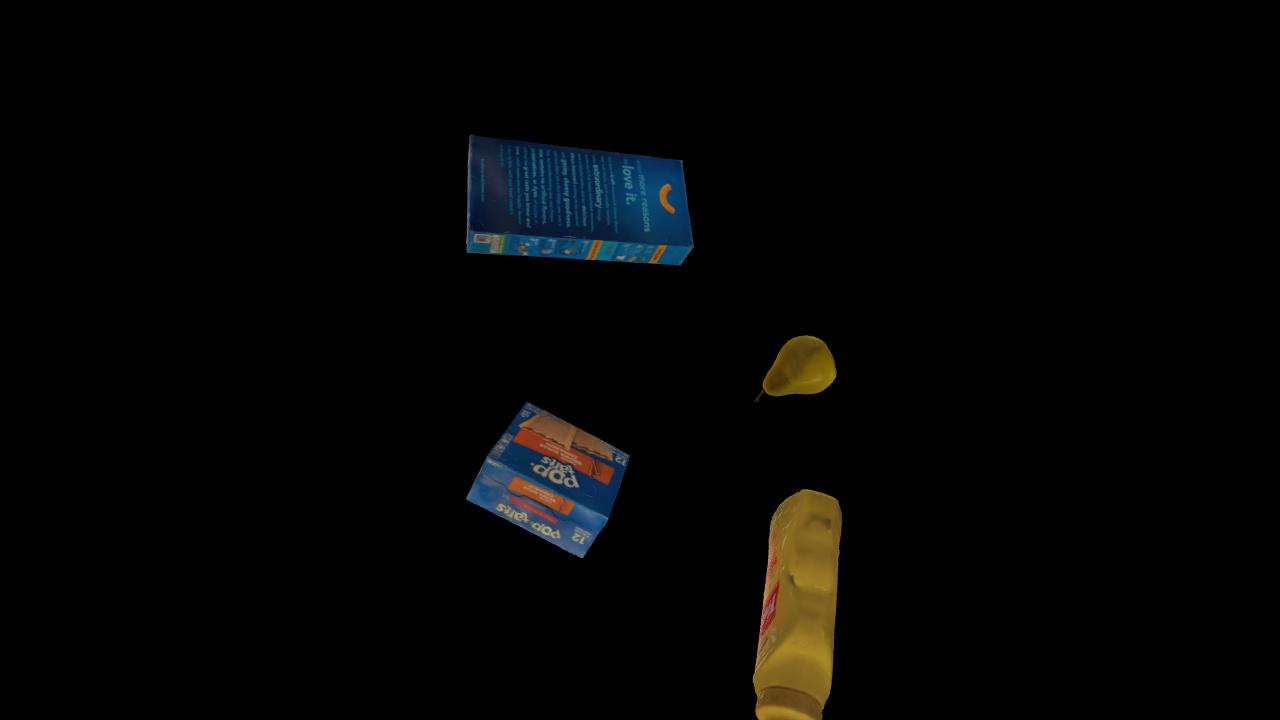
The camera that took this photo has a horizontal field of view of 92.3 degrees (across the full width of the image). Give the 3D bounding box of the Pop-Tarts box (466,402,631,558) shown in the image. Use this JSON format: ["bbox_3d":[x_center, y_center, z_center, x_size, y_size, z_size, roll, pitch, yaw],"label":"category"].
[{"bbox_3d":[-0.114,0.153,0.812,0.167,0.083,0.141,28,27,-2],"label":"Pop-Tarts box"}]

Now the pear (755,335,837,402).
[{"bbox_3d":[0.193,0.016,0.795,0.111,0.080,0.080,-24,-3,6],"label":"pear"}]

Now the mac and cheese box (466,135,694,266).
[{"bbox_3d":[-0.051,-0.132,0.518,0.184,0.093,0.041,1,-22,-18],"label":"mac and cheese box"}]

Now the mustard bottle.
[{"bbox_3d":[0.114,0.191,0.447,0.054,0.092,0.184,20,43,3],"label":"mustard bottle"}]
